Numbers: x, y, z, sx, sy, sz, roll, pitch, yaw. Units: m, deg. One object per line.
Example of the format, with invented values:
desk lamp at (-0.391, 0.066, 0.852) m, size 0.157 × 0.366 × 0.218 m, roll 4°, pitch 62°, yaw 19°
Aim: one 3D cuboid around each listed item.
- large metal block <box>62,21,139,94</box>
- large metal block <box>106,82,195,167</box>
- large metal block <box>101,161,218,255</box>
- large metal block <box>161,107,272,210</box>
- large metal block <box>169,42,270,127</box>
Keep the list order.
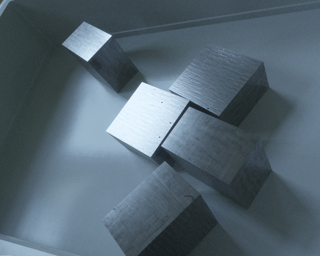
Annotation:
large metal block at (-0.092, -0.110, 0.484) m, size 0.050 × 0.080 × 0.080 m, roll -49°, pitch 52°, yaw -6°
large metal block at (-0.006, -0.002, 0.393) m, size 0.080 × 0.050 × 0.080 m, roll 26°, pitch 76°, yaw 36°
large metal block at (0.004, 0.092, 0.305) m, size 0.080 × 0.080 × 0.050 m, roll -42°, pitch 51°, yaw -9°
large metal block at (0.061, 0.031, 0.319) m, size 0.080 × 0.080 × 0.050 m, roll 28°, pitch 77°, yaw 37°
large metal block at (0.073, -0.049, 0.381) m, size 0.080 × 0.050 × 0.080 m, roll 34°, pitch 80°, yaw 38°
